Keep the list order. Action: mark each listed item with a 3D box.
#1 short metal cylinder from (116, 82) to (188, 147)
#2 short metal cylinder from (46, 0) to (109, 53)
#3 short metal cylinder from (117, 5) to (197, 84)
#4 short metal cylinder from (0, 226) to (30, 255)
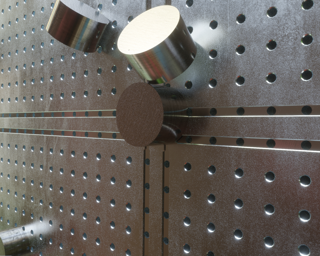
[{"bbox_3d":[-0.011,-0.017,0.400,0.080,0.050,0.079,0,90,39],"label":"short metal cylinder"},{"bbox_3d":[-0.125,-0.159,0.474,0.080,0.081,0.050,47,118,29],"label":"short metal cylinder"},{"bbox_3d":[-0.003,-0.099,0.370,0.080,0.050,0.080,-17,48,21],"label":"short metal cylinder"},{"bbox_3d":[-0.318,0.253,0.651,0.080,0.050,0.079,0,90,39],"label":"short metal cylinder"}]
